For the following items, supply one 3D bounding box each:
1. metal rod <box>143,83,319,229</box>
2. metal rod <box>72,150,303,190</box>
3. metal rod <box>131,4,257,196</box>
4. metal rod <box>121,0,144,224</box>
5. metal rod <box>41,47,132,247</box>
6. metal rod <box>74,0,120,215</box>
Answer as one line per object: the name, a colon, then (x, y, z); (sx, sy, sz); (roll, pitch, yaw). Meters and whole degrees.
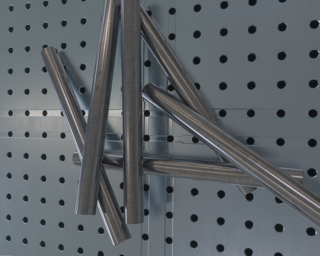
metal rod: (0.084, 0.028, 0.336); (0.300, 0.025, 0.025); (38, 103, 33)
metal rod: (0.015, 0.049, 0.390); (0.300, 0.025, 0.025); (3, 91, 26)
metal rod: (0.033, -0.050, 0.401); (0.025, 0.025, 0.299); (-35, 79, 17)
metal rod: (-0.035, -0.034, 0.390); (0.025, 0.025, 0.299); (-3, 86, 20)
metal rod: (-0.108, 0.011, 0.425); (0.025, 0.025, 0.299); (-32, 70, 17)
metal rod: (-0.077, -0.042, 0.403); (0.025, 0.025, 0.299); (0, 76, 20)
